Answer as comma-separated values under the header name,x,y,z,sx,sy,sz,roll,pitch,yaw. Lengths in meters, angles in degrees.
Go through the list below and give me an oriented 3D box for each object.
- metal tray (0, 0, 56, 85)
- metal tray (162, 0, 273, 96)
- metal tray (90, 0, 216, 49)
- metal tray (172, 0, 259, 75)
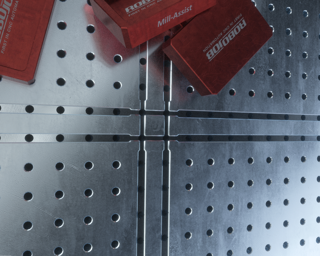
name,x,y,z,sx,sy,sz,roll,pitch,yaw
metal tray,-0.173,-0.123,0.345,0.091,0.030,0.129,15,85,-20
metal tray,0.078,-0.116,0.408,0.130,0.030,0.090,-46,105,-14
metal tray,-0.008,-0.158,0.375,0.131,0.030,0.090,-32,59,-14
metal tray,0.077,-0.143,0.439,0.130,0.030,0.090,44,76,-15
